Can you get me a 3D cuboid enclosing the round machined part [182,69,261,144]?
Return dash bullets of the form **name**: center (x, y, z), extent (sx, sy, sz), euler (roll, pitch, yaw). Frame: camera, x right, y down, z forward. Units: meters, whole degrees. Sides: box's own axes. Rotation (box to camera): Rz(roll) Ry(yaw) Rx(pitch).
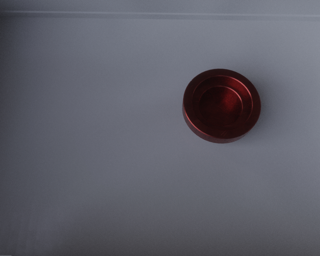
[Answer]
- **round machined part**: center (0.078, -0.026, 0.411), extent (0.099, 0.042, 0.098), euler (0, 70, 0)
